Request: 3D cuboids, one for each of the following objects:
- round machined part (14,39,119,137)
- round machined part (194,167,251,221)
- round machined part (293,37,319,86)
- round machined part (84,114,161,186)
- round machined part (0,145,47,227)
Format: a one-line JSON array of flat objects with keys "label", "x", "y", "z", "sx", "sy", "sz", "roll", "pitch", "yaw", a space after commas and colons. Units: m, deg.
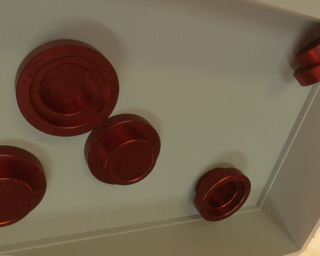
[{"label": "round machined part", "x": -0.096, "y": -0.043, "z": 0.319, "sx": 0.099, "sy": 0.042, "sz": 0.097, "roll": -14, "pitch": 125, "yaw": -21}, {"label": "round machined part", "x": 0.100, "y": 0.106, "z": 0.520, "sx": 0.099, "sy": 0.042, "sz": 0.097, "roll": -14, "pitch": 125, "yaw": -21}, {"label": "round machined part", "x": 0.234, "y": -0.105, "z": 0.440, "sx": 0.098, "sy": 0.098, "sz": 0.042, "roll": -37, "pitch": 93, "yaw": -4}, {"label": "round machined part", "x": -0.043, "y": 0.034, "z": 0.397, "sx": 0.099, "sy": 0.042, "sz": 0.097, "roll": -14, "pitch": 125, "yaw": -21}, {"label": "round machined part", "x": -0.178, "y": 0.071, "z": 0.345, "sx": 0.099, "sy": 0.042, "sz": 0.097, "roll": -14, "pitch": 125, "yaw": -21}]
